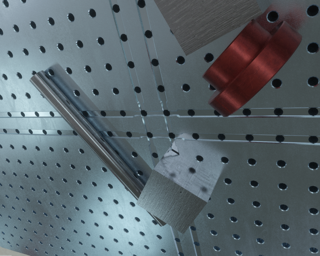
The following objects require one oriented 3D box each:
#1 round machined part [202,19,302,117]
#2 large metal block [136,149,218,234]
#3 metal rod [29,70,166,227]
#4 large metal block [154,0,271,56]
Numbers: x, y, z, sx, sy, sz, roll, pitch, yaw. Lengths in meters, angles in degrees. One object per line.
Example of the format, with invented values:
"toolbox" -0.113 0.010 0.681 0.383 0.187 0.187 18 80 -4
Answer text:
"round machined part" 0.077 -0.060 0.286 0.042 0.098 0.097 42 129 0
"large metal block" 0.023 0.090 0.439 0.080 0.050 0.079 31 128 8
"metal rod" -0.087 0.036 0.478 0.025 0.025 0.300 -35 99 38
"large metal block" 0.045 -0.128 0.292 0.080 0.050 0.080 -23 106 36
